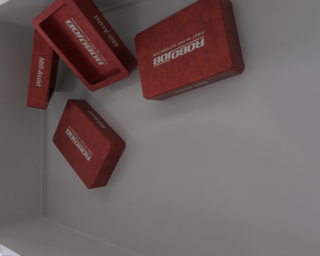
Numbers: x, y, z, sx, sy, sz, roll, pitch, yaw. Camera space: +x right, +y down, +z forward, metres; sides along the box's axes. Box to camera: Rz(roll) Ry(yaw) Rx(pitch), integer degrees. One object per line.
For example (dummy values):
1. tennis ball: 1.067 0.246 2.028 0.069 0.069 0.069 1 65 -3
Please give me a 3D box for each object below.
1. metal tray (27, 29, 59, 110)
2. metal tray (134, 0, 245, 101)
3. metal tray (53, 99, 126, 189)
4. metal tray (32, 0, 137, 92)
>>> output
1. metal tray: -0.191 -0.107 0.519 0.090 0.030 0.129 -107 30 -62
2. metal tray: 0.030 -0.093 0.379 0.130 0.030 0.090 -15 81 39
3. metal tray: -0.119 0.023 0.502 0.130 0.030 0.089 43 116 31
4. metal tray: -0.104 -0.119 0.437 0.090 0.030 0.130 -14 125 39
